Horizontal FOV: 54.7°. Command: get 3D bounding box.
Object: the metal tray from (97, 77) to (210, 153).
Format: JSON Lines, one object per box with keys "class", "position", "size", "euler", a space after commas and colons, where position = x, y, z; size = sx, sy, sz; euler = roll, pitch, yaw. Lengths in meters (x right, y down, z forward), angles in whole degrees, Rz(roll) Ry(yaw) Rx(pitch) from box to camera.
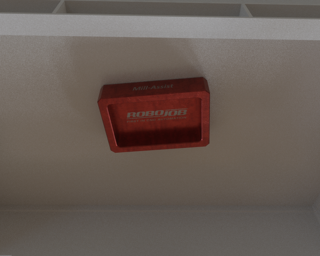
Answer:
{"class": "metal tray", "position": [-0.004, -0.014, 0.393], "size": [0.131, 0.030, 0.089], "euler": [-4, 130, 3]}
